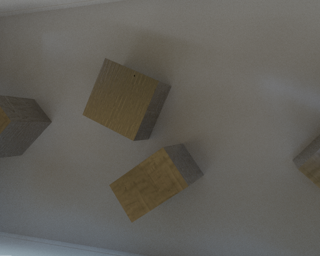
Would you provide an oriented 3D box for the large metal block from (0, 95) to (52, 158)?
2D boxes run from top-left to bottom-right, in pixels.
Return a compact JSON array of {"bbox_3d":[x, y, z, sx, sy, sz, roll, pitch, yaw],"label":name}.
[{"bbox_3d":[-0.226,-0.001,0.459,0.080,0.080,0.050,-44,77,14],"label":"large metal block"}]

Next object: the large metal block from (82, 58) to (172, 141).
[{"bbox_3d":[-0.043,-0.037,0.411,0.080,0.050,0.080,26,98,17],"label":"large metal block"}]

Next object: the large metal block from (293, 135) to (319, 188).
[{"bbox_3d":[0.187,0.027,0.316,0.050,0.080,0.080,45,104,14],"label":"large metal block"}]

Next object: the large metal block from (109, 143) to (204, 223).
[{"bbox_3d":[-0.001,0.064,0.381,0.080,0.080,0.050,-36,79,16],"label":"large metal block"}]
